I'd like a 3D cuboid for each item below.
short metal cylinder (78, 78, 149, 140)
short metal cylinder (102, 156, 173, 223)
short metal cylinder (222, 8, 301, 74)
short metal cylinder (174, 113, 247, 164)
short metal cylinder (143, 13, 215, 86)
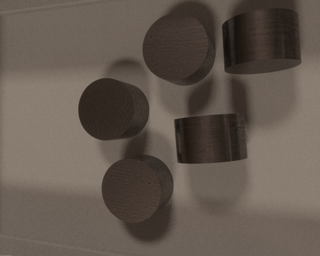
[{"bbox_3d":[-0.061,-0.024,0.418,0.080,0.050,0.079,0,90,19],"label":"short metal cylinder"},{"bbox_3d":[-0.028,0.077,0.406,0.080,0.050,0.079,0,90,19],"label":"short metal cylinder"},{"bbox_3d":[0.111,-0.092,0.342,0.080,0.080,0.050,-3,89,19],"label":"short metal cylinder"},{"bbox_3d":[0.058,0.012,0.360,0.080,0.080,0.050,-5,89,19],"label":"short metal cylinder"},{"bbox_3d":[0.025,-0.096,0.388,0.080,0.050,0.079,0,90,19],"label":"short metal cylinder"}]
